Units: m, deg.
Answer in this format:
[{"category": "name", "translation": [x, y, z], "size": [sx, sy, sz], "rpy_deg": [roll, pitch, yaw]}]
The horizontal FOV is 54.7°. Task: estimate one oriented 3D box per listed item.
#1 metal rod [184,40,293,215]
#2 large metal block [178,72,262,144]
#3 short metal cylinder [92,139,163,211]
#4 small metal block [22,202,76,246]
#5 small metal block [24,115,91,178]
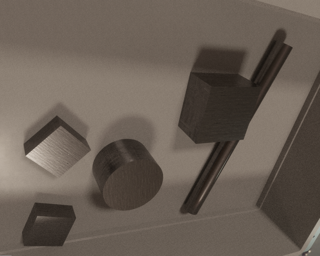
[{"category": "metal rod", "translation": [0.113, 0.011, 0.479], "size": [0.025, 0.025, 0.298], "rpy_deg": [13, 112, -34]}, {"category": "large metal block", "translation": [0.079, -0.028, 0.420], "size": [0.081, 0.050, 0.079], "rpy_deg": [-3, 120, -27]}, {"category": "short metal cylinder", "translation": [-0.043, 0.061, 0.408], "size": [0.081, 0.050, 0.079], "rpy_deg": [-14, 125, -21]}, {"category": "small metal block", "translation": [-0.147, 0.128, 0.409], "size": [0.050, 0.025, 0.050], "rpy_deg": [16, 110, -35]}, {"category": "small metal block", "translation": [-0.118, 0.022, 0.359], "size": [0.050, 0.025, 0.050], "rpy_deg": [-41, 130, 0]}]
